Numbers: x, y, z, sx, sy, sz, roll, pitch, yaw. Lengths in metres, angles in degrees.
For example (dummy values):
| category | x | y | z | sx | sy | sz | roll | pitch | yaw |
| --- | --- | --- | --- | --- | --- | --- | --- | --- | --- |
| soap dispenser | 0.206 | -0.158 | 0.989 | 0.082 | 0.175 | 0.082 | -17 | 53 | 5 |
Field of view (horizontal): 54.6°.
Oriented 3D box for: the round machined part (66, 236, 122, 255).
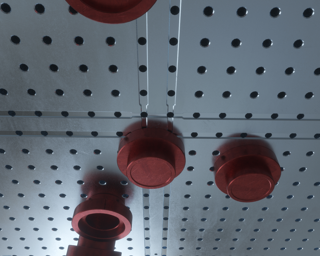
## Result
| category | x | y | z | sx | sy | sz | roll | pitch | yaw |
| --- | --- | --- | --- | --- | --- | --- | --- | --- | --- |
| round machined part | -0.119 | 0.222 | 0.572 | 0.098 | 0.042 | 0.098 | 7 | 156 | 3 |

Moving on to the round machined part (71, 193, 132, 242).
| category | x | y | z | sx | sy | sz | roll | pitch | yaw |
| --- | --- | --- | --- | --- | --- | --- | --- | --- | --- |
| round machined part | -0.096 | 0.148 | 0.526 | 0.099 | 0.042 | 0.097 | 0 | 130 | 0 |

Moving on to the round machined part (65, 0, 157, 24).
| category | x | y | z | sx | sy | sz | roll | pitch | yaw |
| --- | --- | --- | --- | --- | --- | --- | --- | --- | --- |
| round machined part | -0.044 | -0.148 | 0.274 | 0.099 | 0.042 | 0.097 | 0 | 130 | 0 |

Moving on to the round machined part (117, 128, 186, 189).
| category | x | y | z | sx | sy | sz | roll | pitch | yaw |
| --- | --- | --- | --- | --- | --- | --- | --- | --- | --- |
| round machined part | -0.013 | 0.050 | 0.443 | 0.099 | 0.042 | 0.097 | 0 | 130 | 0 |

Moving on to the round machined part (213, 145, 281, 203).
| category | x | y | z | sx | sy | sz | roll | pitch | yaw |
| --- | --- | --- | --- | --- | --- | --- | --- | --- | --- |
| round machined part | 0.132 | 0.075 | 0.465 | 0.099 | 0.042 | 0.097 | 0 | 130 | 0 |
